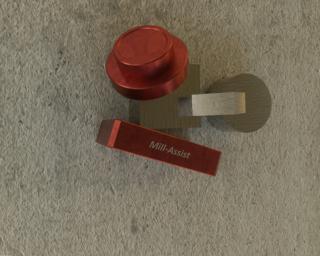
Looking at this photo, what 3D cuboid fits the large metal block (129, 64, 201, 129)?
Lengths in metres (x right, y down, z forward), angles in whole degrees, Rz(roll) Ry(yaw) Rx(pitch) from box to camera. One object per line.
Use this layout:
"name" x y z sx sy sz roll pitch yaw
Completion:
"large metal block" 0.005 -0.040 0.400 0.081 0.050 0.080 -2 91 -20

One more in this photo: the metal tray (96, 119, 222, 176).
"metal tray" -0.004 0.023 0.374 0.131 0.090 0.030 18 85 -19

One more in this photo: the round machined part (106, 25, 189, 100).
"round machined part" -0.017 -0.083 0.365 0.098 0.098 0.042 -38 147 -16

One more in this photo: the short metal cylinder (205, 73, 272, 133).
"short metal cylinder" 0.108 -0.033 0.438 0.081 0.050 0.080 0 90 -20

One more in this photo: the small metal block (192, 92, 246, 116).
"small metal block" 0.072 -0.029 0.375 0.050 0.050 0.025 -10 98 -61
